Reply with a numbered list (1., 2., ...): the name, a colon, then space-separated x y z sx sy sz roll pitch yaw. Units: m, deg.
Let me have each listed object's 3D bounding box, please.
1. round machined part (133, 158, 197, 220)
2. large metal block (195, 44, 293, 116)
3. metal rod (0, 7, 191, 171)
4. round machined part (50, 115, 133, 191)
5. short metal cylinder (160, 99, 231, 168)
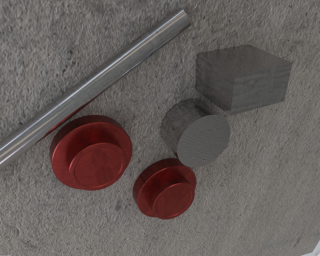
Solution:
1. round machined part: 0.013 0.097 0.463 0.099 0.042 0.097 -14 124 -21
2. large metal block: 0.100 -0.064 0.386 0.081 0.080 0.050 -15 125 -20
3. metal rod: -0.092 -0.031 0.337 0.301 0.025 0.025 -38 129 -3
4. round machined part: -0.079 0.037 0.375 0.099 0.042 0.097 -14 124 -21
5. short metal cylinder: 0.047 0.007 0.421 0.081 0.050 0.079 -14 124 -21
